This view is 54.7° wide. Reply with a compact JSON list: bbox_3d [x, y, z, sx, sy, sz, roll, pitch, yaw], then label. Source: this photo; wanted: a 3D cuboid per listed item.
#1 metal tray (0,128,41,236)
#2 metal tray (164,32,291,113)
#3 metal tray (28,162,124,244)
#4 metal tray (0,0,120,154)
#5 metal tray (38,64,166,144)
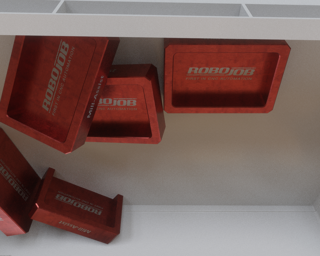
[{"bbox_3d":[-0.215,0.076,0.427,0.030,0.090,0.129,-11,130,9],"label":"metal tray"},{"bbox_3d":[0.070,-0.061,0.354,0.131,0.030,0.089,0,130,-1],"label":"metal tray"},{"bbox_3d":[-0.123,0.116,0.481,0.131,0.090,0.030,27,121,-21],"label":"metal tray"},{"bbox_3d":[-0.105,-0.050,0.315,0.090,0.030,0.129,25,109,6],"label":"metal tray"},{"bbox_3d":[-0.064,-0.026,0.361,0.131,0.030,0.089,1,128,14],"label":"metal tray"}]
